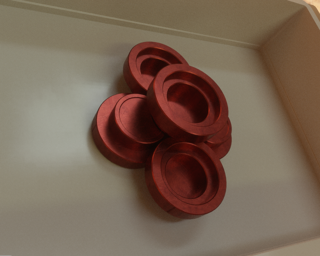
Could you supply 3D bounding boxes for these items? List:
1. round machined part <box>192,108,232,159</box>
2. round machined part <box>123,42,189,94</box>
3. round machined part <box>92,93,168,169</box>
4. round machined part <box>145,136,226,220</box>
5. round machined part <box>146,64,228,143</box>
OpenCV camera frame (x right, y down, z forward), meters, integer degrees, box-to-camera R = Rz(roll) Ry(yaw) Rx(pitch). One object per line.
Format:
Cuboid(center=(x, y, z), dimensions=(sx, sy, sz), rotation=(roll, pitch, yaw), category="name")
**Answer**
Cuboid(center=(0.059, 0.000, 0.425), dimensions=(0.099, 0.042, 0.098), rotation=(14, 56, -21), category="round machined part")
Cuboid(center=(-0.005, -0.069, 0.433), dimensions=(0.099, 0.042, 0.098), rotation=(14, 56, -21), category="round machined part")
Cuboid(center=(-0.030, -0.003, 0.380), dimensions=(0.099, 0.042, 0.098), rotation=(14, 56, -21), category="round machined part")
Cuboid(center=(0.027, 0.061, 0.371), dimensions=(0.099, 0.042, 0.098), rotation=(14, 56, -21), category="round machined part")
Cuboid(center=(0.029, -0.025, 0.371), dimensions=(0.099, 0.042, 0.098), rotation=(14, 56, -21), category="round machined part")
